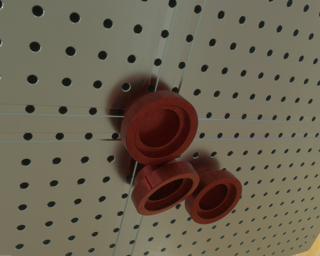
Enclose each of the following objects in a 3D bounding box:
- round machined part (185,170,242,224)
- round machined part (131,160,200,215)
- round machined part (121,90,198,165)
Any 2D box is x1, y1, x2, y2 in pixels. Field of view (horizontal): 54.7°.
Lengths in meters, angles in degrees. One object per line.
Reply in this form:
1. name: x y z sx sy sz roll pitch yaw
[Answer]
1. round machined part: 0.084 0.109 0.516 0.099 0.042 0.097 -14 125 -21
2. round machined part: 0.004 0.079 0.441 0.099 0.042 0.097 -22 145 -16
3. round machined part: -0.004 -0.004 0.397 0.099 0.042 0.097 -14 124 -21
